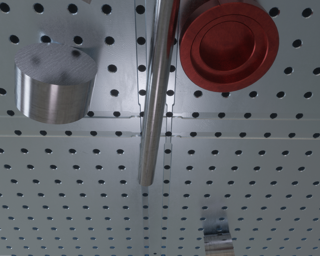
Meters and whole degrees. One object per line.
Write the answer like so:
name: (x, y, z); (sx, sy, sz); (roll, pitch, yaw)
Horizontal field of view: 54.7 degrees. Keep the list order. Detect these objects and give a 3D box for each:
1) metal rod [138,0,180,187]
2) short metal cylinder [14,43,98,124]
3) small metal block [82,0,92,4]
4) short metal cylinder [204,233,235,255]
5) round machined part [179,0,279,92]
metal rod: (-0.006, -0.032, 0.384); (0.025, 0.025, 0.298); (5, 130, -4)
short metal cylinder: (-0.112, -0.049, 0.333); (0.081, 0.080, 0.050); (13, 129, -11)
small metal block: (-0.077, -0.151, 0.282); (0.050, 0.025, 0.050); (23, 127, -19)
short metal cylinder: (0.113, 0.241, 0.582); (0.050, 0.080, 0.080); (-8, 130, 7)
round machined part: (0.069, -0.089, 0.325); (0.099, 0.042, 0.097); (0, 130, 0)
